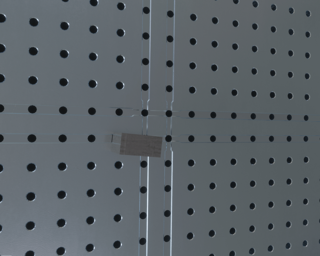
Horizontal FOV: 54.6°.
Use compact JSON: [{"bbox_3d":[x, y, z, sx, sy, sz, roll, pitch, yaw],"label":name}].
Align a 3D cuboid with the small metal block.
[{"bbox_3d":[-0.030,0.020,0.388,0.050,0.050,0.025,6,88,-20],"label":"small metal block"}]
